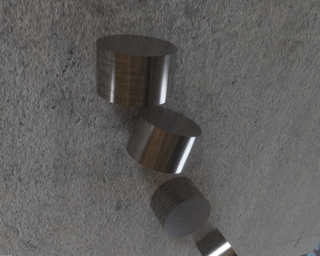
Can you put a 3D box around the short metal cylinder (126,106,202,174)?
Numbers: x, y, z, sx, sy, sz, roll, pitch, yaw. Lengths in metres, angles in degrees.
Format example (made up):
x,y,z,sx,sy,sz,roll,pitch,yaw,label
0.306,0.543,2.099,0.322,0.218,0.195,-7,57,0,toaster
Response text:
x,y,z,sx,sy,sz,roll,pitch,yaw,label
0.004,0.012,0.381,0.081,0.080,0.050,7,115,-32,short metal cylinder

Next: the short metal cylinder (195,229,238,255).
x,y,z,sx,sy,sz,roll,pitch,yaw,label
0.109,0.236,0.576,0.050,0.080,0.080,-34,129,-6,short metal cylinder

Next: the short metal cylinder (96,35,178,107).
x,y,z,sx,sy,sz,roll,pitch,yaw,label
-0.025,-0.062,0.319,0.081,0.080,0.050,-8,122,-25,short metal cylinder

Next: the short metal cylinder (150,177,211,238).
x,y,z,sx,sy,sz,roll,pitch,yaw,label
0.032,0.124,0.484,0.081,0.050,0.079,-14,124,-21,short metal cylinder
